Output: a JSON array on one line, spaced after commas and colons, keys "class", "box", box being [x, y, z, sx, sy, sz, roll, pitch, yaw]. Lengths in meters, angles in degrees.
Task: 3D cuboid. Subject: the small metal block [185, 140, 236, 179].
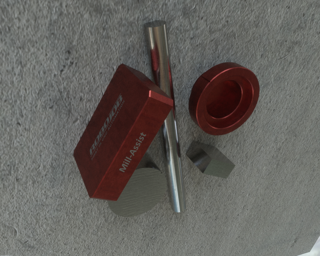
[{"class": "small metal block", "box": [0.074, 0.047, 0.460, 0.050, 0.050, 0.025, 18, 109, -36]}]

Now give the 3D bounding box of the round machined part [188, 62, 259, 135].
[{"class": "round machined part", "box": [0.081, -0.042, 0.417, 0.099, 0.042, 0.097, -14, 125, -21]}]

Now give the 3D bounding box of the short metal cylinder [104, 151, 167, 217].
[{"class": "short metal cylinder", "box": [-0.038, 0.072, 0.417, 0.081, 0.050, 0.079, -14, 125, -21]}]

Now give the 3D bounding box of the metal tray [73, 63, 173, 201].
[{"class": "metal tray", "box": [-0.047, 0.003, 0.344, 0.030, 0.090, 0.129, 20, 108, -36]}]

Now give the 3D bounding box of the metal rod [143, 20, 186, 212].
[{"class": "metal rod", "box": [0.013, 0.007, 0.422, 0.025, 0.025, 0.298, -21, 127, -17]}]
